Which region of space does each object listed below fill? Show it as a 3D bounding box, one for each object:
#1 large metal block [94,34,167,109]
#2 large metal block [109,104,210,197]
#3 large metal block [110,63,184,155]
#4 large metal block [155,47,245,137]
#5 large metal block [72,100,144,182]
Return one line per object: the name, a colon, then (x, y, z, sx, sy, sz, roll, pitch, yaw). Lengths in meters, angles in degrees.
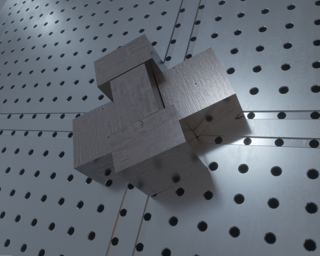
large metal block: (-0.033, -0.070, 0.433, 0.080, 0.080, 0.050, -25, 52, 13)
large metal block: (0.001, 0.029, 0.355, 0.080, 0.080, 0.050, -25, 53, 12)
large metal block: (-0.016, -0.020, 0.394, 0.050, 0.080, 0.080, -26, 53, 13)
large metal block: (0.049, -0.042, 0.392, 0.080, 0.050, 0.080, -26, 55, 12)
large metal block: (-0.069, 0.016, 0.421, 0.080, 0.050, 0.080, -24, 53, 14)
